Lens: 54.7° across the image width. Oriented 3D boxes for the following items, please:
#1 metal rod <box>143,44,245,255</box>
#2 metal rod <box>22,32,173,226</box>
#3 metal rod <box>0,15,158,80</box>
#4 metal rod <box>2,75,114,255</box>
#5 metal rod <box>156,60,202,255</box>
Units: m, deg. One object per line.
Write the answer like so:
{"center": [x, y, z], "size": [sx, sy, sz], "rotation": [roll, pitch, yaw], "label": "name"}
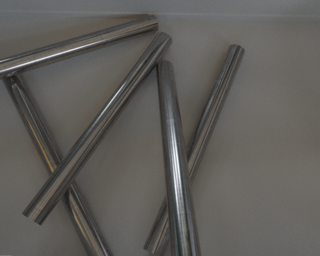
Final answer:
{"center": [0.052, 0.015, 0.404], "size": [0.025, 0.025, 0.300], "rotation": [22, 71, 7], "label": "metal rod"}
{"center": [-0.066, -0.016, 0.398], "size": [0.025, 0.025, 0.300], "rotation": [28, 66, 9], "label": "metal rod"}
{"center": [-0.143, -0.104, 0.427], "size": [0.302, 0.025, 0.025], "rotation": [-22, 72, -16], "label": "metal rod"}
{"center": [-0.140, 0.034, 0.395], "size": [0.025, 0.025, 0.299], "rotation": [-30, 73, -10], "label": "metal rod"}
{"center": [0.015, 0.021, 0.339], "size": [0.025, 0.025, 0.300], "rotation": [-3, 46, -1], "label": "metal rod"}
